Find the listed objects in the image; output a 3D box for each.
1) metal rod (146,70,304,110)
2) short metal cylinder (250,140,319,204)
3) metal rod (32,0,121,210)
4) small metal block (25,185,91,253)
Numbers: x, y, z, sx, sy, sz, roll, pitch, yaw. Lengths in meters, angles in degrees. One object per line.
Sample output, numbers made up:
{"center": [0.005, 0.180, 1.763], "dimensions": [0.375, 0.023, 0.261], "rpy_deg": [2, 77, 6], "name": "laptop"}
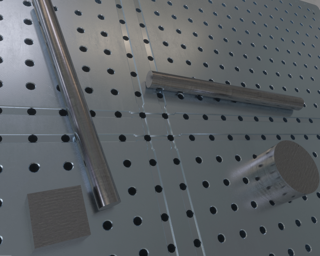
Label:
{"center": [0.120, -0.057, 0.507], "dimensions": [0.302, 0.025, 0.025], "rpy_deg": [5, 60, -26], "name": "metal rod"}
{"center": [0.181, 0.064, 0.450], "dimensions": [0.081, 0.050, 0.080], "rpy_deg": [14, 56, -21], "name": "short metal cylinder"}
{"center": [-0.109, -0.047, 0.378], "dimensions": [0.025, 0.025, 0.299], "rpy_deg": [-10, 67, -33], "name": "metal rod"}
{"center": [-0.100, 0.087, 0.301], "dimensions": [0.050, 0.025, 0.050], "rpy_deg": [-5, 64, -30], "name": "small metal block"}
